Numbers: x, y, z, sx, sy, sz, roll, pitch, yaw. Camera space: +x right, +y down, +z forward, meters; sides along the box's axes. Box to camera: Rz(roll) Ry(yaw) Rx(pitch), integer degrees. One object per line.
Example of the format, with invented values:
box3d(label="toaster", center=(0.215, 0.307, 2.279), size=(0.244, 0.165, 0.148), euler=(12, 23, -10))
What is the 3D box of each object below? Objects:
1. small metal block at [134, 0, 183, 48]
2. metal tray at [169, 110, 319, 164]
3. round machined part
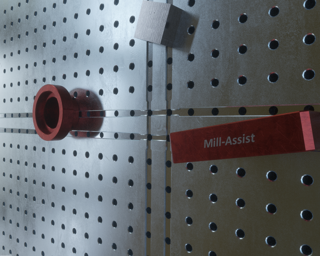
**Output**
box3d(label="small metal block", center=(-0.003, -0.138, 0.412), size=(0.050, 0.025, 0.050), euler=(25, 106, 37))
box3d(label="metal tray", center=(0.086, 0.011, 0.295), size=(0.130, 0.091, 0.030), euler=(-11, 83, 39))
box3d(label="round machined part", center=(-0.180, -0.027, 0.547), size=(0.098, 0.042, 0.097), euler=(0, 90, 40))
